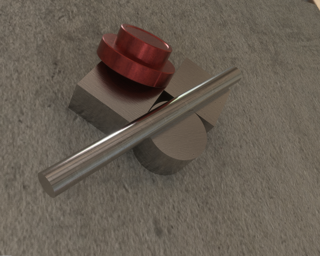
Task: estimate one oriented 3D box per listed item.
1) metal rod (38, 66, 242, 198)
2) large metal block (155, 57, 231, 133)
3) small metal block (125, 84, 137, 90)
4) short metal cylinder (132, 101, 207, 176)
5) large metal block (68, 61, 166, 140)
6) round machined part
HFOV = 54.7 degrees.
[{"bbox_3d":[0.005,-0.014,0.354,0.302,0.025,0.025,-32,80,-38],"label":"metal rod"},{"bbox_3d":[0.043,-0.040,0.439,0.080,0.050,0.080,36,51,-5],"label":"large metal block"},{"bbox_3d":[-0.018,-0.068,0.438,0.050,0.025,0.050,37,51,-4],"label":"small metal block"},{"bbox_3d":[0.011,0.013,0.388,0.081,0.050,0.080,14,56,-21],"label":"short metal cylinder"},{"bbox_3d":[-0.052,-0.039,0.385,0.080,0.050,0.080,36,51,-4],"label":"large metal block"},{"bbox_3d":[-0.024,-0.094,0.383,0.099,0.042,0.098,24,25,-12],"label":"round machined part"}]
